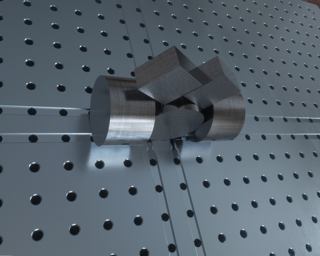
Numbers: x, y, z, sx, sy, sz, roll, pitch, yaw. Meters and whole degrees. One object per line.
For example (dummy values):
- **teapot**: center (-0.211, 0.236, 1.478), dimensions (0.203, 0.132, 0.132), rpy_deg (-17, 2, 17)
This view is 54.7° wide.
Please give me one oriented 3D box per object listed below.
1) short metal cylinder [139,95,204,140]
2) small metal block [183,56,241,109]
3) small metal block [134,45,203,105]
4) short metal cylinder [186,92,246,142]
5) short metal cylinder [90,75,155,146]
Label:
- **short metal cylinder**: center (0.010, -0.024, 0.393), dimensions (0.081, 0.080, 0.050), rpy_deg (1, 62, -28)
- **small metal block**: center (0.057, -0.050, 0.355), dimensions (0.050, 0.050, 0.025), rpy_deg (24, 46, -53)
- **small metal block**: center (0.009, -0.053, 0.325), dimensions (0.050, 0.050, 0.025), rpy_deg (25, 45, -54)
- **short metal cylinder**: center (0.069, -0.021, 0.422), dimensions (0.050, 0.080, 0.080), rpy_deg (0, 62, -27)
- **short metal cylinder**: center (-0.046, -0.019, 0.359), dimensions (0.050, 0.080, 0.080), rpy_deg (1, 61, -28)
